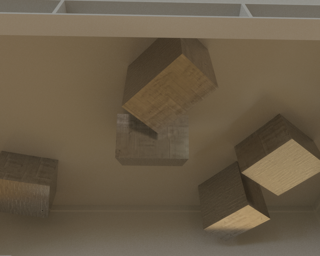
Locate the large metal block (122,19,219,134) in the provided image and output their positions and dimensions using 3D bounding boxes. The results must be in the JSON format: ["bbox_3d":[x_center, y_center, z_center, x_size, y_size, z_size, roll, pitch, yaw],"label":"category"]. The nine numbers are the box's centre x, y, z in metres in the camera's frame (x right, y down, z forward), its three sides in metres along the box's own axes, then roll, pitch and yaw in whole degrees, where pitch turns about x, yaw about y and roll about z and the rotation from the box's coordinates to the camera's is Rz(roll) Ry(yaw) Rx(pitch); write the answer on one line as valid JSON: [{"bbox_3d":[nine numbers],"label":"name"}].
[{"bbox_3d":[0.009,-0.055,0.326,0.080,0.080,0.050,-37,121,27],"label":"large metal block"}]

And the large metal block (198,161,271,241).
[{"bbox_3d":[0.108,0.111,0.469,0.050,0.080,0.080,35,122,-26],"label":"large metal block"}]

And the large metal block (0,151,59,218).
[{"bbox_3d":[-0.201,0.086,0.463,0.081,0.050,0.079,11,129,-10],"label":"large metal block"}]

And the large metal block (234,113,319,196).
[{"bbox_3d":[0.165,0.039,0.429,0.080,0.050,0.080,32,123,-25],"label":"large metal block"}]

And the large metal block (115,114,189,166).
[{"bbox_3d":[-0.009,0.018,0.383,0.081,0.050,0.080,1,167,-1],"label":"large metal block"}]
